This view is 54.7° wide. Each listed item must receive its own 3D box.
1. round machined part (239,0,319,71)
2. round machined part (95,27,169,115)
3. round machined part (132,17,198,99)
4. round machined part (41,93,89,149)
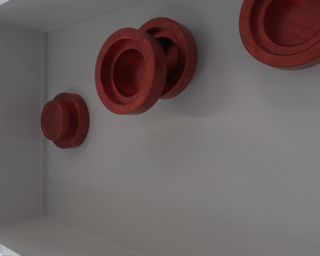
[{"bbox_3d":[0.129,-0.102,0.290,0.098,0.042,0.097,0,90,40],"label":"round machined part"},{"bbox_3d":[-0.029,-0.064,0.365,0.098,0.042,0.097,1,91,40],"label":"round machined part"},{"bbox_3d":[0.007,-0.084,0.390,0.098,0.042,0.097,0,90,40],"label":"round machined part"},{"bbox_3d":[-0.170,-0.013,0.536,0.098,0.042,0.097,0,90,40],"label":"round machined part"}]
